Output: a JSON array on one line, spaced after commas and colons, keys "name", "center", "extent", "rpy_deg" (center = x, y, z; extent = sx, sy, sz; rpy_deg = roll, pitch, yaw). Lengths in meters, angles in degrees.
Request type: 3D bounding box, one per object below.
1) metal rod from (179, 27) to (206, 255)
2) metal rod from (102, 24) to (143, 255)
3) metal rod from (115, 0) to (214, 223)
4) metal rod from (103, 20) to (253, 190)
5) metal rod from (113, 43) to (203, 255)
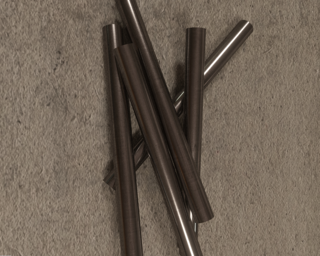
[{"name": "metal rod", "center": [0.042, 0.024, 0.406], "extent": [0.025, 0.025, 0.298], "rpy_deg": [-2, 98, -20]}, {"name": "metal rod", "center": [-0.044, 0.023, 0.370], "extent": [0.025, 0.025, 0.298], "rpy_deg": [-3, 83, -20]}, {"name": "metal rod", "center": [0.004, -0.028, 0.387], "extent": [0.025, 0.025, 0.299], "rpy_deg": [-19, 88, -19]}, {"name": "metal rod", "center": [0.033, -0.038, 0.422], "extent": [0.025, 0.025, 0.300], "rpy_deg": [44, 76, -15]}, {"name": "metal rod", "center": [0.003, 0.046, 0.381], "extent": [0.025, 0.025, 0.298], "rpy_deg": [-21, 98, -19]}]
